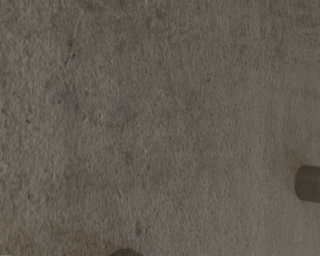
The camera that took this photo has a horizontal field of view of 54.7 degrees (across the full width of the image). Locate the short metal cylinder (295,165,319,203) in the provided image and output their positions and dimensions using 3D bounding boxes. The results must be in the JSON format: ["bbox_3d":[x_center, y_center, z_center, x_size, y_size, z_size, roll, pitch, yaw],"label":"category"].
[{"bbox_3d":[0.340,0.123,0.678,0.081,0.050,0.079,0,90,-40],"label":"short metal cylinder"}]

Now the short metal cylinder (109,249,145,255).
[{"bbox_3d":[-0.034,0.190,0.363,0.081,0.050,0.079,0,90,-40],"label":"short metal cylinder"}]
